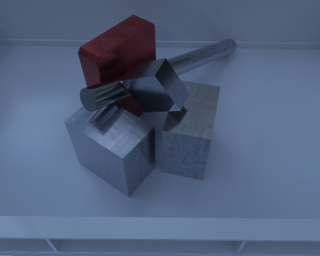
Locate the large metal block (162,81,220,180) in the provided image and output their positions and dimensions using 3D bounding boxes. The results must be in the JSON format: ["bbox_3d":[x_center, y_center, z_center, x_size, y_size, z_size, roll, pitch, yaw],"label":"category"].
[{"bbox_3d":[0.036,0.003,0.367,0.050,0.080,0.080,10,51,8],"label":"large metal block"}]

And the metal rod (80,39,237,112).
[{"bbox_3d":[0.022,-0.083,0.415,0.025,0.025,0.302,34,41,25],"label":"metal rod"}]

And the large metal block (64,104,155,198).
[{"bbox_3d":[-0.053,0.021,0.351,0.080,0.080,0.050,29,56,22],"label":"large metal block"}]

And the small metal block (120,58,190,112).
[{"bbox_3d":[-0.005,-0.043,0.327,0.050,0.050,0.025,0,51,42],"label":"small metal block"}]

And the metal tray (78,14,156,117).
[{"bbox_3d":[-0.045,-0.061,0.385,0.030,0.129,0.090,33,58,25],"label":"metal tray"}]
